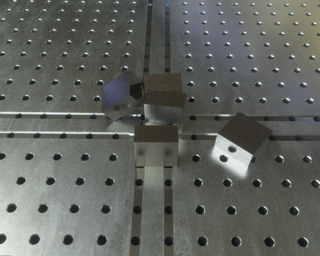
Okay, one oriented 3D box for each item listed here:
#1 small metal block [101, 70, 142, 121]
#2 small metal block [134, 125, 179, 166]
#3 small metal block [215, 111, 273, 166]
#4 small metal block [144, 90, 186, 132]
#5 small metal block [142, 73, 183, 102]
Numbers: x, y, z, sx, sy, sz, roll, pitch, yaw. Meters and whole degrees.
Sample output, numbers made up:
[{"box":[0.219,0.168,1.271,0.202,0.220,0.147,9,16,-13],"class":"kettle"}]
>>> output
[{"box":[-0.053,-0.045,0.428,0.050,0.025,0.050,-28,45,25],"class":"small metal block"},{"box":[-0.004,0.022,0.373,0.050,0.050,0.025,0,50,-1],"class":"small metal block"},{"box":[0.107,0.013,0.398,0.050,0.025,0.050,34,57,25],"class":"small metal block"},{"box":[0.007,-0.022,0.409,0.050,0.050,0.025,6,53,5],"class":"small metal block"},{"box":[0.001,-0.056,0.433,0.050,0.050,0.025,-4,81,-9],"class":"small metal block"}]
